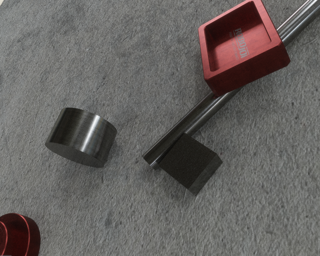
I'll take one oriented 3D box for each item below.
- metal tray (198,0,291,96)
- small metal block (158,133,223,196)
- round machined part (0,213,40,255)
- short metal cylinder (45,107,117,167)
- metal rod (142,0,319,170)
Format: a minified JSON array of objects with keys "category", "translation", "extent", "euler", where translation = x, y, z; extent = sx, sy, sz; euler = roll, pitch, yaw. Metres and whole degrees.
[{"category":"metal tray","translation":[0.098,-0.106,0.387],"extent":[0.090,0.030,0.130],"euler":[-24,39,23]},{"category":"small metal block","translation":[0.035,0.042,0.360],"extent":[0.050,0.025,0.050],"euler":[34,81,38]},{"category":"round machined part","translation":[-0.211,0.160,0.405],"extent":[0.098,0.042,0.098],"euler":[-13,56,21]},{"category":"short metal cylinder","translation":[-0.104,0.015,0.414],"extent":[0.080,0.080,0.050],"euler":[5,65,30]},{"category":"metal rod","translation":[0.095,-0.059,0.390],"extent":[0.300,0.025,0.025],"euler":[-43,51,-2]}]
